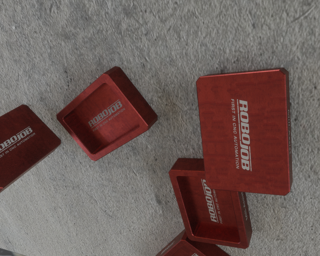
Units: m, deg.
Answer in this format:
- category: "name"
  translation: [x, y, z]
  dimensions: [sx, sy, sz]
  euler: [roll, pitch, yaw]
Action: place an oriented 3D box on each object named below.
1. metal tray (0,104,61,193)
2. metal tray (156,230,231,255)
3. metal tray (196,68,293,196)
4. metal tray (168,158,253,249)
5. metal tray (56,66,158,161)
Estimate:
- category: "metal tray"
  translation: [-0.231, 0.029, 0.479]
  dimensions: [0.090, 0.131, 0.030]
  euler: [47, 129, -5]
- category: "metal tray"
  translation: [0.049, 0.229, 0.519]
  dimensions: [0.090, 0.030, 0.129]
  euler: [36, 129, 3]
- category: "metal tray"
  translation: [0.092, 0.004, 0.337]
  dimensions: [0.090, 0.030, 0.129]
  euler: [-1, 103, 28]
- category: "metal tray"
  translation: [0.072, 0.104, 0.430]
  dimensions: [0.090, 0.030, 0.129]
  euler: [-2, 118, 29]
- category: "metal tray"
  translation: [-0.078, -0.015, 0.435]
  dimensions: [0.130, 0.030, 0.090]
  euler: [-30, 102, 38]
